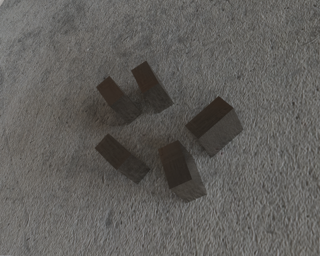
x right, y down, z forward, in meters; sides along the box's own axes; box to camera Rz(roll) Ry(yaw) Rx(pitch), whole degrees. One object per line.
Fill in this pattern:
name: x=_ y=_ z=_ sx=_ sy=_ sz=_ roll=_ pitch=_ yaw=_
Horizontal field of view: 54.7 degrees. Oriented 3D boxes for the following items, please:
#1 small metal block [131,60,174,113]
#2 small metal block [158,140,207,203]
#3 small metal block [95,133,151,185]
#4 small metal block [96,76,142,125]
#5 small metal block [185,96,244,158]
small metal block: x=-0.010 y=-0.056 z=0.428 sx=0.025 sy=0.050 sz=0.050 roll=-32 pitch=52 yaw=7
small metal block: x=0.025 y=0.049 z=0.344 sx=0.025 sy=0.050 sz=0.050 roll=-27 pitch=53 yaw=12
small metal block: x=-0.046 y=0.039 z=0.388 sx=0.025 sy=0.050 sz=0.050 roll=-49 pitch=52 yaw=-6
small metal block: x=-0.058 y=-0.039 z=0.443 sx=0.025 sy=0.050 sz=0.050 roll=-41 pitch=51 yaw=1
small metal block: x=0.063 y=0.000 z=0.355 sx=0.050 sy=0.050 sz=0.025 roll=-42 pitch=51 yaw=0
